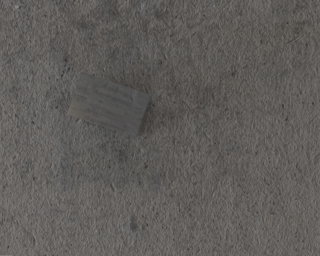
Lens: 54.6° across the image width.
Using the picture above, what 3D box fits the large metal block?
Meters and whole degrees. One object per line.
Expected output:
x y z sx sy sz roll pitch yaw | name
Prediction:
-0.057 -0.026 0.382 0.080 0.080 0.050 19 90 0 | large metal block
